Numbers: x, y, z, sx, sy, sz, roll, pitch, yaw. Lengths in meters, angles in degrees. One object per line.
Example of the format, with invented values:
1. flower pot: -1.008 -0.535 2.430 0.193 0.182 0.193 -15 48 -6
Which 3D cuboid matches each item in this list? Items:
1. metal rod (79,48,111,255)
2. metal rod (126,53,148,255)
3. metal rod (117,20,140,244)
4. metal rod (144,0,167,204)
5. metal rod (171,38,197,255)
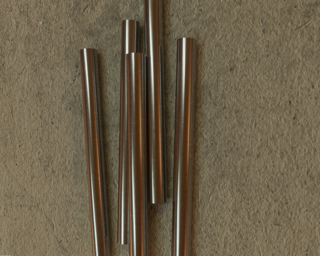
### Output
1. metal rod: -0.092 0.038 0.440 0.025 0.025 0.298 -4 89 19
2. metal rod: -0.029 0.055 0.401 0.025 0.025 0.298 0 92 19
3. metal rod: -0.043 0.006 0.423 0.025 0.025 0.298 1 90 19
4. metal rod: -0.006 -0.052 0.410 0.025 0.025 0.298 -1 90 19
5. metal rod: 0.030 0.037 0.397 0.025 0.025 0.298 2 91 19
